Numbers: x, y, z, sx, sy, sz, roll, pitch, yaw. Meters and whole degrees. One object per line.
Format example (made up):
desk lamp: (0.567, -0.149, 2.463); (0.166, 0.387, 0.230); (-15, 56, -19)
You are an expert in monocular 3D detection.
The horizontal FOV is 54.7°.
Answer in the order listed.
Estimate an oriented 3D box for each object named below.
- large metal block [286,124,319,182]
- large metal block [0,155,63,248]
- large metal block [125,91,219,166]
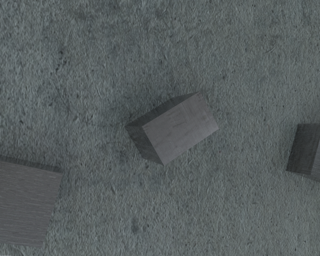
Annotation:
large metal block: (0.258, 0.043, 0.491); (0.081, 0.050, 0.080); (19, 84, -19)
large metal block: (-0.159, 0.077, 0.337); (0.081, 0.050, 0.080); (16, 85, -19)
large metal block: (0.011, -0.001, 0.384); (0.080, 0.080, 0.050); (-32, 101, -17)
